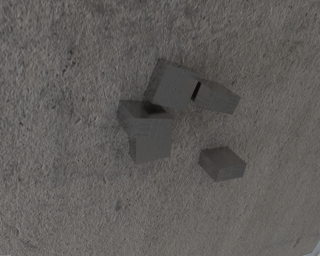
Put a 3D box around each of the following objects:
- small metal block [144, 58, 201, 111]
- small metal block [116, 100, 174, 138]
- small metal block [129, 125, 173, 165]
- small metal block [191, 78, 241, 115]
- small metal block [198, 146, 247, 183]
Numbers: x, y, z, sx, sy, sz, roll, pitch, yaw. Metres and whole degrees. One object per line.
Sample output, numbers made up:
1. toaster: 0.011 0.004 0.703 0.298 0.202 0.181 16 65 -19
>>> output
1. small metal block: 0.015 -0.053 0.382 0.050 0.025 0.050 10 114 -33
2. small metal block: -0.019 -0.011 0.373 0.050 0.050 0.025 0 118 -29
3. small metal block: -0.013 0.016 0.409 0.050 0.025 0.050 -11 124 -23
4. small metal block: 0.066 -0.043 0.400 0.050 0.050 0.025 8 114 -32
5. small metal block: 0.095 0.055 0.476 0.050 0.050 0.025 -6 121 -26
